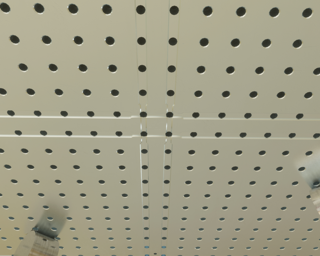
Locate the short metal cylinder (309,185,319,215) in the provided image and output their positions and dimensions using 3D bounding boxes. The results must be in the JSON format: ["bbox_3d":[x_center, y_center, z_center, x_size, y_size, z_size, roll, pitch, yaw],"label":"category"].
[{"bbox_3d":[0.280,0.122,0.482,0.050,0.080,0.080,-37,121,27],"label":"short metal cylinder"}]

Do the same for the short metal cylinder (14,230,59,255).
[{"bbox_3d":[-0.234,0.240,0.577,0.050,0.080,0.080,36,121,-27],"label":"short metal cylinder"}]
